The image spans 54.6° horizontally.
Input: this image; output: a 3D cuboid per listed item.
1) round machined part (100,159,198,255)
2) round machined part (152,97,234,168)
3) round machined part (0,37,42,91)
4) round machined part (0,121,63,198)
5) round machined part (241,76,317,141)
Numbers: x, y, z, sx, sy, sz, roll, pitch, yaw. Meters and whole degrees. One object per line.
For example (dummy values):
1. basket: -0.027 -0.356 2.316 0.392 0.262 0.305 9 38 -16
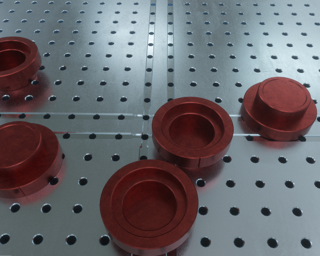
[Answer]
1. round machined part: -0.011 0.085 0.326 0.099 0.042 0.098 0 50 0
2. round machined part: 0.039 0.010 0.389 0.099 0.042 0.098 0 50 0
3. round machined part: -0.232 -0.095 0.475 0.099 0.042 0.098 0 50 0
4. round machined part: -0.171 0.030 0.371 0.099 0.042 0.098 0 50 0
5. round machined part: 0.165 -0.033 0.425 0.099 0.042 0.098 0 50 0
